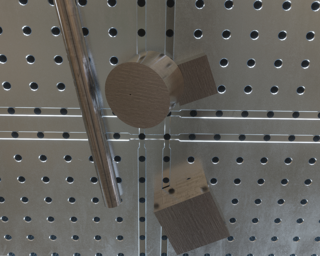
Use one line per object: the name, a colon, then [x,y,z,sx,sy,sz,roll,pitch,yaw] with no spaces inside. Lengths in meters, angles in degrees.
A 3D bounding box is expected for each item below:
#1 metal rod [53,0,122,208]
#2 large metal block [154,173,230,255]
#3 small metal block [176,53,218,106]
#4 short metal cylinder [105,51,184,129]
metal rod: [-0.091,-0.029,0.401,0.025,0.025,0.298,-8,110,2]
large metal block: [0.045,0.123,0.446,0.080,0.050,0.080,-23,109,8]
small metal block: [0.040,-0.062,0.391,0.050,0.025,0.050,-19,109,6]
short metal cylinder: [-0.017,-0.046,0.368,0.080,0.050,0.079,10,120,19]
